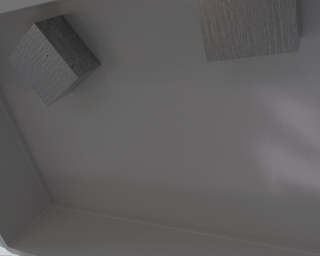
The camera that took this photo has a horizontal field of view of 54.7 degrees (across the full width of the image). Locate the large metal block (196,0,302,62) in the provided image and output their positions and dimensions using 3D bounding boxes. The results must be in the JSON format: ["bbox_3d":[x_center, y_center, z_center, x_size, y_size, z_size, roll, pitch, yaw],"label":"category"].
[{"bbox_3d":[0.082,-0.110,0.281,0.080,0.050,0.080,-1,118,28],"label":"large metal block"}]

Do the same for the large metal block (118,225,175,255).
[{"bbox_3d":[-0.031,0.236,0.557,0.080,0.050,0.079,29,128,9],"label":"large metal block"}]

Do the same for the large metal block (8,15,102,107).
[{"bbox_3d":[-0.140,-0.088,0.412,0.080,0.050,0.080,-30,102,38],"label":"large metal block"}]
